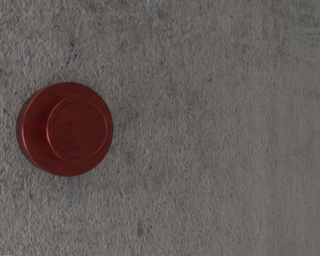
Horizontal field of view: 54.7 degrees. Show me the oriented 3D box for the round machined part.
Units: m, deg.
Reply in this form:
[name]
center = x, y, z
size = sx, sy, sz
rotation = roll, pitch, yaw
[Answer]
[round machined part]
center = -0.090, 0.002, 0.318
size = 0.099, 0.042, 0.097
rotation = 0, 90, -40
